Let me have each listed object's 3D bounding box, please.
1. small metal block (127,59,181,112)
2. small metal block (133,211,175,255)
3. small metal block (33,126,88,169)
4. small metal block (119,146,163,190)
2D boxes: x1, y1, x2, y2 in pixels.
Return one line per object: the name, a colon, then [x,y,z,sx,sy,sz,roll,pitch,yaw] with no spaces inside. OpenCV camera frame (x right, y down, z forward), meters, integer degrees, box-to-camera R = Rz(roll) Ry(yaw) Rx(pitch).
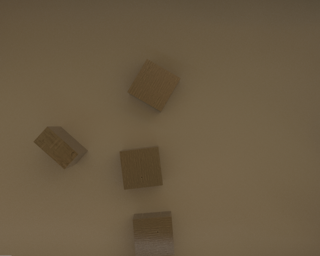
small metal block: [-0.008,-0.055,0.411,0.050,0.025,0.050,30,90,0]
small metal block: [-0.008,0.140,0.411,0.050,0.025,0.050,-4,90,0]
small metal block: [-0.125,0.024,0.398,0.050,0.050,0.025,42,90,0]
small metal block: [-0.024,0.052,0.411,0.050,0.025,0.050,-7,90,0]
